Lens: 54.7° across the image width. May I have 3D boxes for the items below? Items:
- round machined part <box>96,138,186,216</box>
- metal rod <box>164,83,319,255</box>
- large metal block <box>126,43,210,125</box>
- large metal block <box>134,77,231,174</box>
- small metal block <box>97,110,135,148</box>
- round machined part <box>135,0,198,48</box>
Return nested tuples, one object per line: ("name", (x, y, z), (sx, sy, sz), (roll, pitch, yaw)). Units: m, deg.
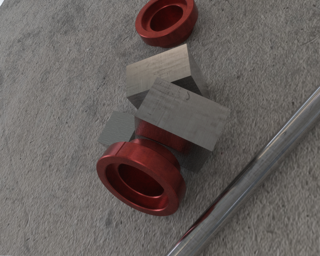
("round machined part", (-0.017, 0.050, 0.340), (0.098, 0.098, 0.042), (5, 44, 30))
("metal rod", (0.094, 0.053, 0.322), (0.300, 0.025, 0.025), (-47, 51, -5))
("large metal block", (0.013, -0.049, 0.392), (0.080, 0.080, 0.050), (-16, 55, 19))
("large metal block", (0.020, 0.001, 0.336), (0.080, 0.080, 0.050), (25, 67, 7))
("small metal block", (-0.050, 0.008, 0.426), (0.050, 0.025, 0.050), (14, 69, 34))
("round machined part", (0.014, -0.165, 0.487), (0.098, 0.042, 0.098), (-13, 56, 21))
